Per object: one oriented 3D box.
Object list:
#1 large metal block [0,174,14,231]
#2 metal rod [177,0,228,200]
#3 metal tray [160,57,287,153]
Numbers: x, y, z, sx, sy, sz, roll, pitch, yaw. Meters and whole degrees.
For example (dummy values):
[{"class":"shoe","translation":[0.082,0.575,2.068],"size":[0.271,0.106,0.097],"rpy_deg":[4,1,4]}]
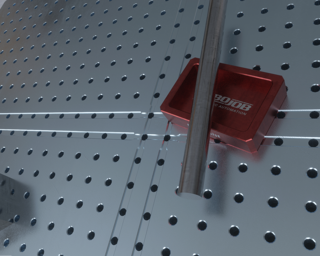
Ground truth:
[{"class":"large metal block","translation":[-0.271,0.119,0.462],"size":[0.080,0.050,0.080],"rpy_deg":[-31,52,8]},{"class":"metal rod","translation":[0.058,-0.063,0.377],"size":[0.025,0.025,0.300],"rpy_deg":[-2,60,27]},{"class":"metal tray","translation":[0.075,-0.034,0.386],"size":[0.130,0.030,0.090],"rpy_deg":[22,73,36]}]
